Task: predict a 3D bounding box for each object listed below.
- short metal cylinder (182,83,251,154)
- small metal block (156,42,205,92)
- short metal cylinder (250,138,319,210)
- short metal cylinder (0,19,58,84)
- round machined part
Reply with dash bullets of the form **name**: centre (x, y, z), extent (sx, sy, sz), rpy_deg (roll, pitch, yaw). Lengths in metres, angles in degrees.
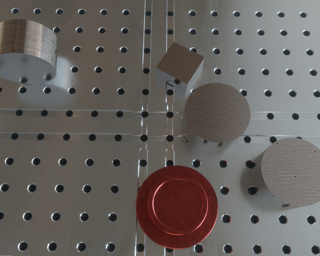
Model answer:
- **short metal cylinder**: centre (0.071, -0.012, 0.403), extent (0.081, 0.050, 0.080), rpy_deg (0, 70, 0)
- **small metal block**: centre (0.029, -0.087, 0.444), extent (0.050, 0.025, 0.050), rpy_deg (29, 73, 10)
- **short metal cylinder**: centre (0.157, 0.057, 0.378), extent (0.081, 0.050, 0.080), rpy_deg (0, 70, 0)
- **short metal cylinder**: centre (-0.181, -0.100, 0.418), extent (0.081, 0.080, 0.050), rpy_deg (-3, 70, -1)
- **round machined part**: centre (0.020, 0.092, 0.369), extent (0.099, 0.042, 0.098), rpy_deg (0, 70, 0)
